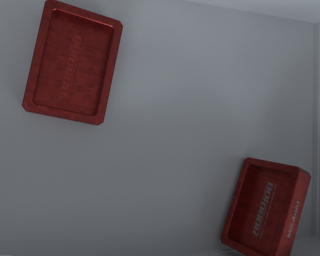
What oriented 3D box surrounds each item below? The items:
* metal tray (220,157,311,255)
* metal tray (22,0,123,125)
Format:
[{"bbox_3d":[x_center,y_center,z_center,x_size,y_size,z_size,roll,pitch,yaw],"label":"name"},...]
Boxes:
[{"bbox_3d":[0.143,0.111,0.426,0.030,0.090,0.130,25,80,-33],"label":"metal tray"},{"bbox_3d":[-0.103,-0.074,0.370,0.091,0.030,0.129,12,86,-20],"label":"metal tray"}]
